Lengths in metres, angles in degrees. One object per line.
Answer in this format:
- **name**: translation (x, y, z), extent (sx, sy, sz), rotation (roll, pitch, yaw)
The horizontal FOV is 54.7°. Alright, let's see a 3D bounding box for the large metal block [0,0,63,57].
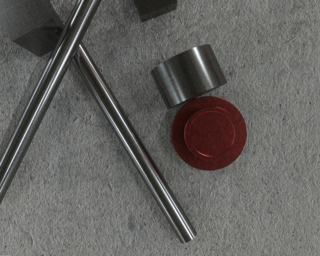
- **large metal block**: translation (-0.161, -0.142, 0.380), extent (0.050, 0.080, 0.080), rotation (-30, 90, 0)

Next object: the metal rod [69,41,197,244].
- **metal rod**: translation (-0.039, 0.017, 0.409), extent (0.025, 0.025, 0.299), rotation (-31, 90, 0)

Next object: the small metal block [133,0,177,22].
- **small metal block**: translation (-0.010, -0.176, 0.410), extent (0.050, 0.025, 0.050), rotation (-22, 90, -1)

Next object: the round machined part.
- **round machined part**: translation (0.064, 0.007, 0.402), extent (0.099, 0.042, 0.097), rotation (0, 90, -1)

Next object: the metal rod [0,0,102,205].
- **metal rod**: translation (-0.153, -0.031, 0.391), extent (0.025, 0.025, 0.299), rotation (29, 96, -1)

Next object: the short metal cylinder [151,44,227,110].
- **short metal cylinder**: translation (0.036, -0.062, 0.383), extent (0.080, 0.080, 0.050), rotation (-24, 90, 0)
